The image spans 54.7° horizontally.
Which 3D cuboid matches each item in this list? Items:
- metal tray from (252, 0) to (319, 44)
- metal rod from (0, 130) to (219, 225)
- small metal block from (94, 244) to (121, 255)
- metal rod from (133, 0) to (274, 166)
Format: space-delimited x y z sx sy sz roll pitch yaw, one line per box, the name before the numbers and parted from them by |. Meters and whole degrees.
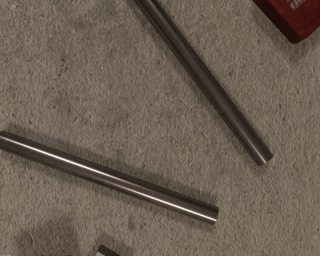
metal tray | 0.201 -0.188 0.409 0.130 0.030 0.090 -42 91 -1
metal rod | -0.069 0.066 0.409 0.302 0.025 0.025 20 90 -1
small metal block | -0.072 0.192 0.409 0.050 0.025 0.050 32 90 -1
metal rod | 0.050 -0.077 0.410 0.025 0.025 0.299 -37 90 0
